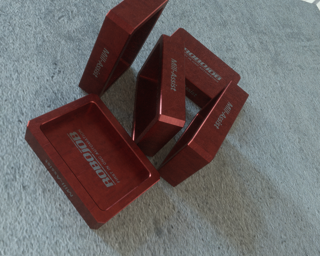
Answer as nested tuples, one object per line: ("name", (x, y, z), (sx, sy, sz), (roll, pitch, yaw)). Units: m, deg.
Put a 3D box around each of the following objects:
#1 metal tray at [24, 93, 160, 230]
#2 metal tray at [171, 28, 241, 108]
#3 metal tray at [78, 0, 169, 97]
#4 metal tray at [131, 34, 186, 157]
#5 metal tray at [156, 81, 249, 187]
("metal tray", (-0.073, 0.032, 0.344), (0.091, 0.030, 0.130), (-33, 80, -38))
("metal tray", (0.057, -0.091, 0.490), (0.130, 0.030, 0.090), (39, 51, -2))
("metal tray", (-0.047, -0.101, 0.376), (0.030, 0.129, 0.090), (38, 51, -4))
("metal tray", (-0.003, -0.040, 0.387), (0.030, 0.090, 0.130), (16, 55, -20))
("metal tray", (0.055, 0.006, 0.391), (0.030, 0.090, 0.131), (40, 51, -2))
